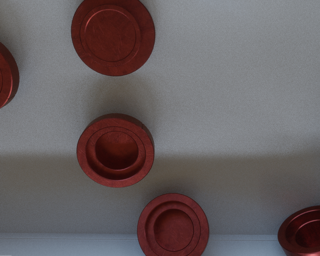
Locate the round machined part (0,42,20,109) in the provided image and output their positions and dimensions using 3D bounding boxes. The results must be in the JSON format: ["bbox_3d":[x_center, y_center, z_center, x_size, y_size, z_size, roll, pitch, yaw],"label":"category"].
[{"bbox_3d":[-0.220,-0.067,0.375,0.099,0.042,0.097,0,110,0],"label":"round machined part"}]

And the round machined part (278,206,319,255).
[{"bbox_3d":[0.220,0.155,0.429,0.098,0.098,0.042,-29,99,10],"label":"round machined part"}]

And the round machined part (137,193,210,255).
[{"bbox_3d":[0.021,0.144,0.438,0.098,0.042,0.098,-4,69,10],"label":"round machined part"}]

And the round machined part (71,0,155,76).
[{"bbox_3d":[-0.055,-0.109,0.362,0.099,0.042,0.097,0,110,0],"label":"round machined part"}]

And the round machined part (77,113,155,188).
[{"bbox_3d":[-0.056,0.026,0.411,0.099,0.042,0.097,0,110,0],"label":"round machined part"}]
